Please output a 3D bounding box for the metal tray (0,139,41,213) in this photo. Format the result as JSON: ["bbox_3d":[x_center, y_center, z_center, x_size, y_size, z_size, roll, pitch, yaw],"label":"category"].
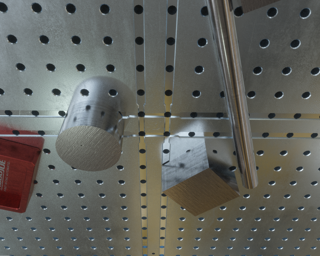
[{"bbox_3d":[-0.238,0.073,0.466,0.091,0.030,0.129,17,128,-14],"label":"metal tray"}]

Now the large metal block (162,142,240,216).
[{"bbox_3d":[0.060,0.079,0.463,0.080,0.050,0.080,-33,123,24],"label":"large metal block"}]

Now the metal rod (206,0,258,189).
[{"bbox_3d":[0.099,-0.023,0.393,0.025,0.025,0.299,-13,129,10],"label":"metal rod"}]

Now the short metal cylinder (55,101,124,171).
[{"bbox_3d":[-0.089,0.011,0.404,0.081,0.050,0.079,0,130,0],"label":"short metal cylinder"}]

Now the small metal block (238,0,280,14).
[{"bbox_3d":[0.096,-0.144,0.291,0.050,0.025,0.050,-17,128,13],"label":"small metal block"}]
